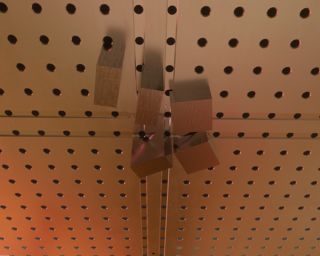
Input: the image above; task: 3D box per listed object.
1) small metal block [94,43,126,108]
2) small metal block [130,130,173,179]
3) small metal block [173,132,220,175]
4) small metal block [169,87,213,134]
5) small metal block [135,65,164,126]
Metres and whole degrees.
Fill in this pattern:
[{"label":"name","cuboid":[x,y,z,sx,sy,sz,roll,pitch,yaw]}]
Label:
[{"label":"small metal block","cuboid":[-0.056,-0.059,0.345,0.025,0.050,0.050,8,130,-7]},{"label":"small metal block","cuboid":[-0.011,0.035,0.425,0.050,0.050,0.025,-21,127,16]},{"label":"small metal block","cuboid":[0.052,0.035,0.442,0.050,0.025,0.050,-20,128,16]},{"label":"small metal block","cuboid":[0.040,-0.022,0.394,0.050,0.025,0.050,-5,130,4]},{"label":"small metal block","cuboid":[-0.013,-0.038,0.363,0.025,0.050,0.050,8,130,-7]}]
